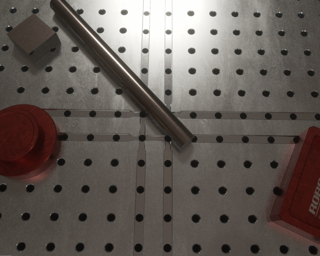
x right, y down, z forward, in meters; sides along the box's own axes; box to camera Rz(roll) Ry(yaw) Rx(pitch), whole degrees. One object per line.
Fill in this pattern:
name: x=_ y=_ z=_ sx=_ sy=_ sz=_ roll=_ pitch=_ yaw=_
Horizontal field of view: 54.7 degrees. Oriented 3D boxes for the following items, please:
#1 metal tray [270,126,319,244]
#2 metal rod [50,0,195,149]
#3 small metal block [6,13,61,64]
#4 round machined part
metal tray: x=0.205 y=0.073 z=0.384 sx=0.090 sy=0.030 sz=0.130 roll=25 pitch=72 yaw=8
metal rod: x=-0.062 y=-0.087 z=0.442 sx=0.025 sy=0.025 sz=0.300 roll=-39 pitch=75 yaw=-13
small metal block: x=-0.186 y=-0.133 z=0.458 sx=0.050 sy=0.025 sz=0.050 roll=41 pitch=75 yaw=13
round machined part: x=-0.182 y=0.014 z=0.396 sx=0.099 sy=0.042 sz=0.098 roll=0 pitch=70 yaw=-1
